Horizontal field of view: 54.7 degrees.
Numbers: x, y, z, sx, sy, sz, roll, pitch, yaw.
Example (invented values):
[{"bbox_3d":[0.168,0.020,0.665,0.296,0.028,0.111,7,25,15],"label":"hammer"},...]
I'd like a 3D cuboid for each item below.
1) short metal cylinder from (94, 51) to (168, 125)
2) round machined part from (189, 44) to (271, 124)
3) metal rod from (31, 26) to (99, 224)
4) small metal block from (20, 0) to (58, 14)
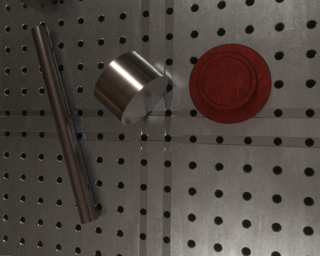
[{"bbox_3d":[-0.036,-0.050,0.395,0.050,0.080,0.080,43,103,14],"label":"short metal cylinder"},{"bbox_3d":[0.082,-0.054,0.374,0.098,0.042,0.097,0,90,19],"label":"round machined part"},{"bbox_3d":[-0.143,-0.008,0.461,0.025,0.025,0.298,-18,84,19],"label":"metal rod"},{"bbox_3d":[-0.179,-0.204,0.461,0.025,0.050,0.050,0,90,20],"label":"small metal block"}]
